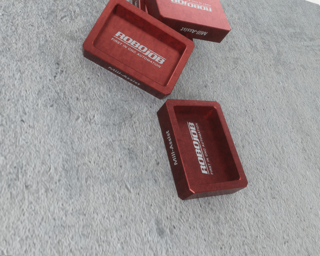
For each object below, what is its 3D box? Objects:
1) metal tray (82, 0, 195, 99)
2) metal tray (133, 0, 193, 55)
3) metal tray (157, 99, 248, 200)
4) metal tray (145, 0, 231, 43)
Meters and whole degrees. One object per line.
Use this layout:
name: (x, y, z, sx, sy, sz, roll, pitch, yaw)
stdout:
metal tray: (-0.028, -0.109, 0.429, 0.131, 0.030, 0.090, 29, 77, -10)
metal tray: (0.003, -0.179, 0.510, 0.091, 0.030, 0.130, 9, 58, -23)
metal tray: (0.055, 0.025, 0.414, 0.091, 0.030, 0.130, 0, 62, -28)
metal tray: (0.044, -0.190, 0.500, 0.131, 0.030, 0.090, 1, 61, -28)
